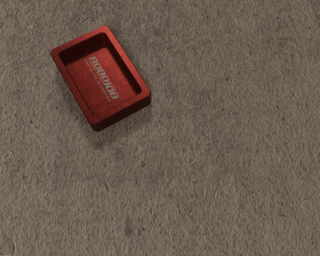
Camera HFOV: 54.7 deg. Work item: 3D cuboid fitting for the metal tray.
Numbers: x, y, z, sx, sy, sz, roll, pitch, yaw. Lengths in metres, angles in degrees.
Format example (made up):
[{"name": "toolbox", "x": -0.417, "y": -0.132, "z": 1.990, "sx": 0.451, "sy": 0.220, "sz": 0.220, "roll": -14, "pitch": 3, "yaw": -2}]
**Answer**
[{"name": "metal tray", "x": -0.082, "y": -0.071, "z": 0.430, "sx": 0.090, "sy": 0.030, "sz": 0.130, "roll": -29, "pitch": 73, "yaw": -11}]
